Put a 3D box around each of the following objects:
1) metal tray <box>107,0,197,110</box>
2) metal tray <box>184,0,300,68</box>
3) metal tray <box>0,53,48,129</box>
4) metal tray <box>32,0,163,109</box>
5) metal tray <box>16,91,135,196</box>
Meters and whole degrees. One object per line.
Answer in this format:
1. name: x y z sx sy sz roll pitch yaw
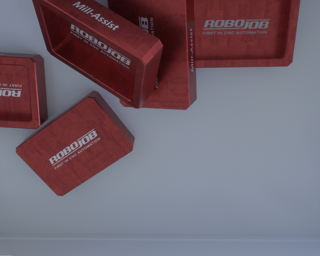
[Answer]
1. metal tray: -0.007 -0.089 0.358 0.090 0.030 0.129 4 113 22
2. metal tray: 0.090 -0.119 0.365 0.131 0.030 0.089 -1 110 0
3. metal tray: -0.214 -0.048 0.388 0.131 0.030 0.089 3 110 -2
4. metal tray: -0.064 -0.083 0.322 0.130 0.090 0.030 33 65 8
5. metal tray: -0.111 0.023 0.416 0.130 0.030 0.090 -33 107 11
